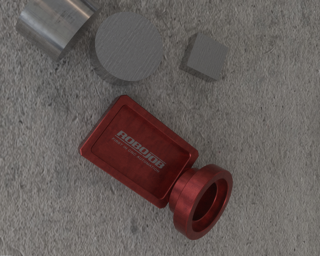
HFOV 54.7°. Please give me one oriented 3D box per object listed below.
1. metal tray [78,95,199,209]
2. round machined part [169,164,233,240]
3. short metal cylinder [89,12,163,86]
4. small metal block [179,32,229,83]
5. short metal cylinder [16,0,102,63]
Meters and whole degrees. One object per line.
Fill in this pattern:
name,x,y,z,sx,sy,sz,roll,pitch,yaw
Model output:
metal tray,-0.025,0.031,0.397,0.130,0.030,0.090,38,78,-16
round machined part,0.049,0.091,0.402,0.099,0.042,0.097,-28,130,-38
short metal cylinder,-0.043,-0.094,0.380,0.081,0.050,0.080,0,90,-20
small metal block,0.061,-0.097,0.432,0.050,0.025,0.050,22,83,-19
short metal cylinder,-0.109,-0.119,0.339,0.050,0.080,0.080,40,77,-16
